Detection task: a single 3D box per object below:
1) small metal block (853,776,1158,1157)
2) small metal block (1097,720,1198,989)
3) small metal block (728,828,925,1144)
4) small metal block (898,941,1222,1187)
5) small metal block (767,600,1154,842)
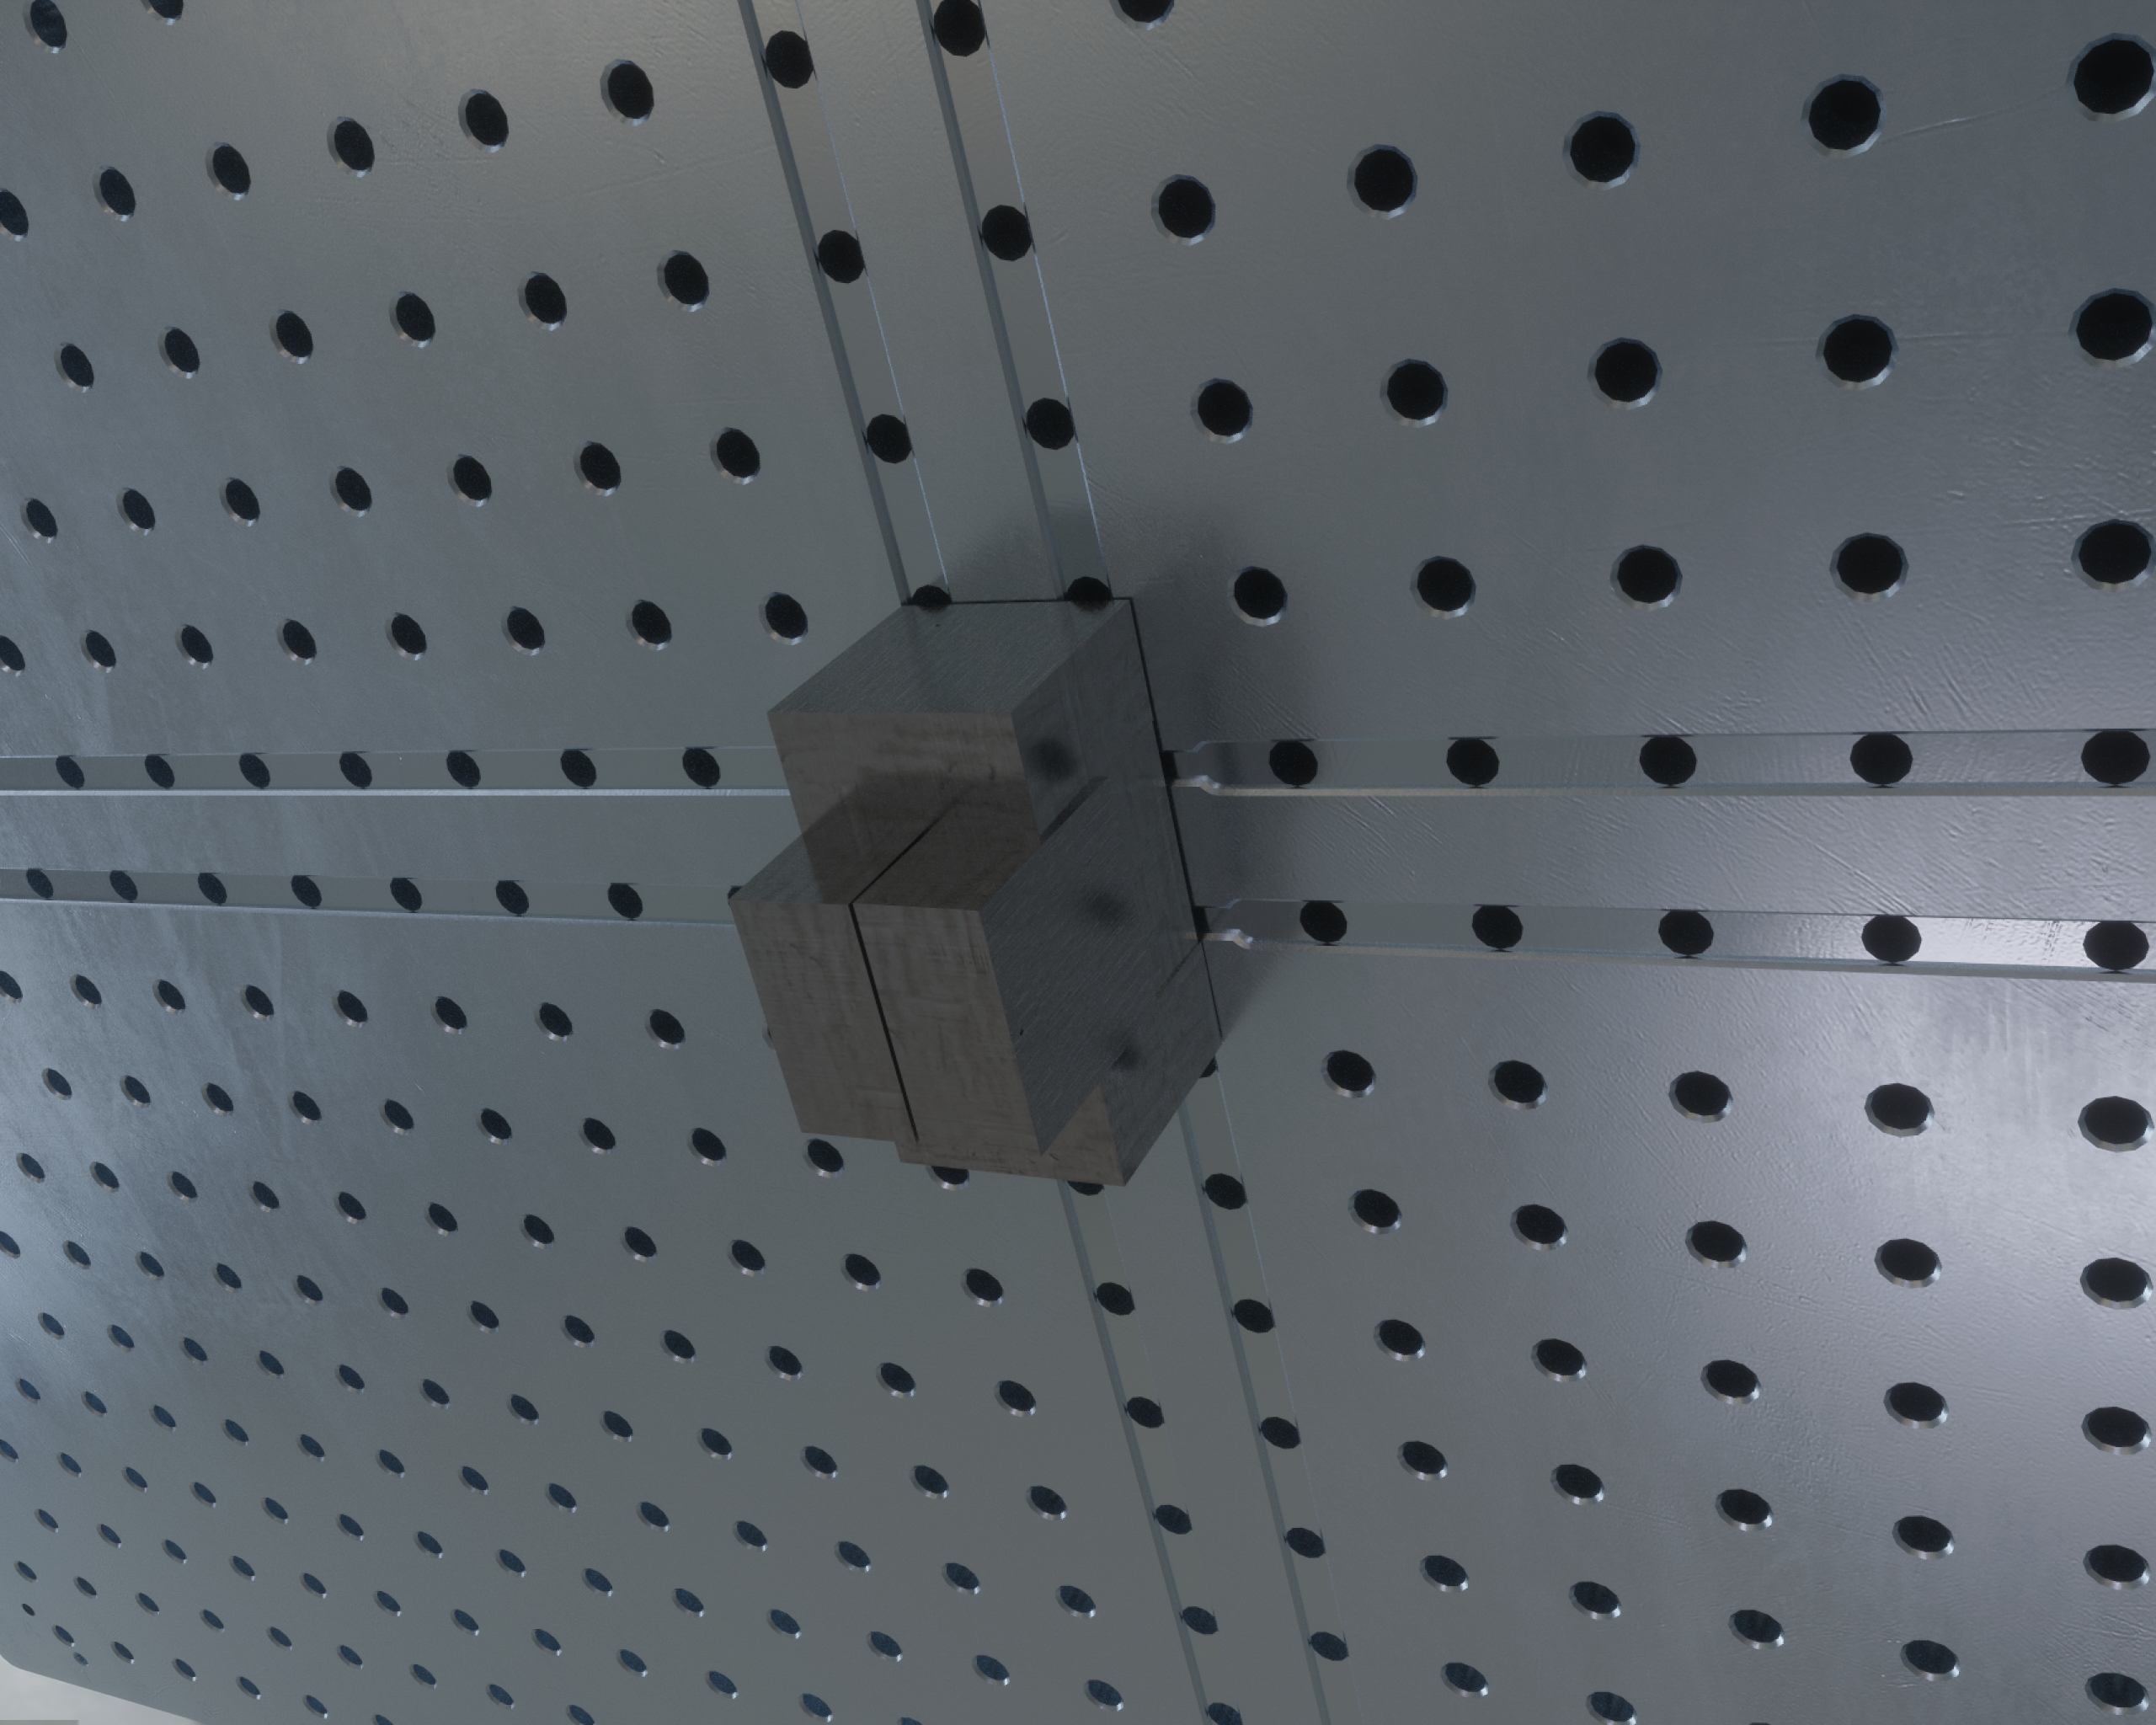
[{"bbox_3d":[-0.011,0.017,0.380,0.025,0.050,0.050,3,120,28],"label":"small metal block"},{"bbox_3d":[-0.008,-0.001,0.415,0.050,0.025,0.050,2,120,28],"label":"small metal block"},{"bbox_3d":[-0.035,0.017,0.392,0.025,0.050,0.050,2,119,27],"label":"small metal block"},{"bbox_3d":[-0.005,0.038,0.421,0.050,0.050,0.025,2,119,27],"label":"small metal block"},{"bbox_3d":[-0.021,-0.027,0.389,0.050,0.050,0.025,2,120,27],"label":"small metal block"}]
